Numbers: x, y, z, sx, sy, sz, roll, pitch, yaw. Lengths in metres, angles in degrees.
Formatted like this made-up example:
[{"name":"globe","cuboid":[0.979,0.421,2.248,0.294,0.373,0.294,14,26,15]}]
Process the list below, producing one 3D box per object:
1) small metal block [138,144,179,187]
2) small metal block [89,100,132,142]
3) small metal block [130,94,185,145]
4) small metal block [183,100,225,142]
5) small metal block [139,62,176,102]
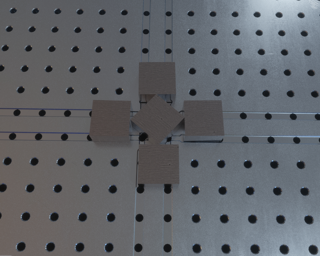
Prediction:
[{"name":"small metal block","cuboid":[-0.002,0.048,0.394,0.050,0.025,0.050,0,70,0]},{"name":"small metal block","cuboid":[-0.064,-0.009,0.414,0.050,0.025,0.050,1,70,0]},{"name":"small metal block","cuboid":[-0.003,-0.008,0.414,0.050,0.025,0.050,40,75,13]},{"name":"small metal block","cuboid":[0.057,-0.009,0.416,0.050,0.025,0.050,0,70,-1]},{"name":"small metal block","cuboid":[-0.004,-0.065,0.435,0.050,0.025,0.050,0,70,-1]}]
